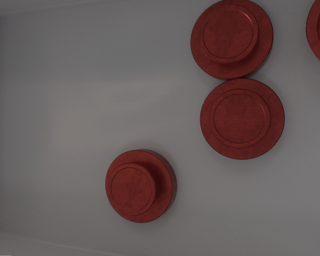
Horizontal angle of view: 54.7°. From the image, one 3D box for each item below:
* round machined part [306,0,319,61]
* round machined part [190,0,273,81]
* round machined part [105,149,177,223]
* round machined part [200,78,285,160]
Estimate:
[{"bbox_3d":[0.208,-0.106,0.322,0.098,0.042,0.097,1,92,30],"label":"round machined part"},{"bbox_3d":[0.084,-0.107,0.372,0.098,0.042,0.097,0,90,20],"label":"round machined part"},{"bbox_3d":[-0.030,0.078,0.412,0.098,0.042,0.097,0,90,20],"label":"round machined part"},{"bbox_3d":[0.095,-0.011,0.368,0.098,0.042,0.097,0,90,20],"label":"round machined part"}]
